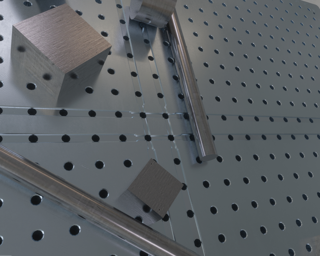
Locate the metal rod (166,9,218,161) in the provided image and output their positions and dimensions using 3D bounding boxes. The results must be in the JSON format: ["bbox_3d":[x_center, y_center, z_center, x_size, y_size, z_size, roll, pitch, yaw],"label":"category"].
[{"bbox_3d":[0.039,-0.091,0.484,0.025,0.025,0.299,3,61,-27],"label":"metal rod"}]

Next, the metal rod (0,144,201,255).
[{"bbox_3d":[-0.037,0.104,0.324,0.301,0.025,0.025,32,52,-8],"label":"metal rod"}]

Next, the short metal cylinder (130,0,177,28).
[{"bbox_3d":[-0.011,-0.206,0.492,0.050,0.080,0.080,10,58,-23],"label":"short metal cylinder"}]

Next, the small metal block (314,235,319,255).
[{"bbox_3d":[0.247,0.180,0.431,0.050,0.025,0.050,23,53,-15],"label":"small metal block"}]

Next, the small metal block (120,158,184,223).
[{"bbox_3d":[-0.009,0.072,0.359,0.050,0.025,0.050,40,51,-1],"label":"small metal block"}]

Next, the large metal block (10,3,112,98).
[{"bbox_3d":[-0.122,-0.097,0.386,0.080,0.050,0.080,43,51,1],"label":"large metal block"}]
